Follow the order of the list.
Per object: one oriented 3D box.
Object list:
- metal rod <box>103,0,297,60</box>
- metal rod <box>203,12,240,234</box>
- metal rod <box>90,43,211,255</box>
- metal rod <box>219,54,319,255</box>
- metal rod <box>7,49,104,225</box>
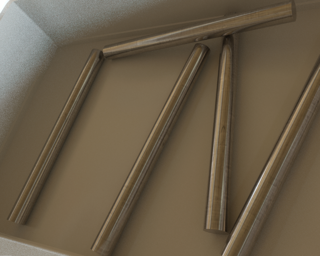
[{"bbox_3d":[0.033,-0.133,0.446,0.300,0.025,0.025,-2,61,35],"label":"metal rod"},{"bbox_3d":[0.080,-0.027,0.380,0.025,0.025,0.300,-4,60,26],"label":"metal rod"},{"bbox_3d":[-0.004,0.015,0.398,0.025,0.025,0.300,15,69,34],"label":"metal rod"},{"bbox_3d":[0.144,0.002,0.328,0.025,0.025,0.300,21,73,36],"label":"metal rod"},{"bbox_3d":[-0.154,0.000,0.486,0.025,0.025,0.300,6,64,31],"label":"metal rod"}]
